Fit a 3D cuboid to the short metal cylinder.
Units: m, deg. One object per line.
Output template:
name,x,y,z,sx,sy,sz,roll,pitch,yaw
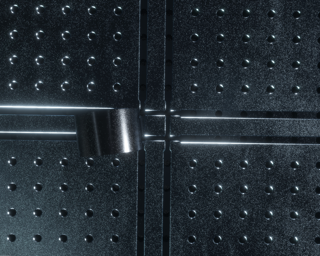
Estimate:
short metal cylinder,-0.063,0.005,0.385,0.081,0.080,0.050,-7,90,0
